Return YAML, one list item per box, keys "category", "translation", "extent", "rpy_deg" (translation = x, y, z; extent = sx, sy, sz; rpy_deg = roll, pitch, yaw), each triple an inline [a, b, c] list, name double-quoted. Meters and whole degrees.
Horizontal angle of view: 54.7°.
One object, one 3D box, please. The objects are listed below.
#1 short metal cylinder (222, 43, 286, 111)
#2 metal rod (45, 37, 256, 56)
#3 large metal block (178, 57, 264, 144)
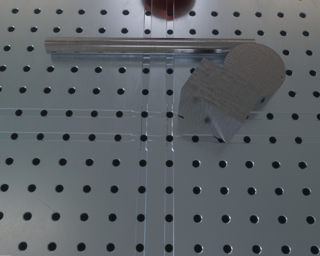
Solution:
- category: "short metal cylinder"
  translation: [0.123, -0.069, 0.425]
  extent: [0.081, 0.050, 0.080]
  rpy_deg: [0, 70, 0]
- category: "metal rod"
  translation: [-0.014, -0.120, 0.455]
  extent: [0.302, 0.025, 0.025]
  rpy_deg: [0, 70, 0]
- category: "large metal block"
  translation: [0.072, -0.031, 0.395]
  extent: [0.080, 0.080, 0.050]
  rpy_deg: [32, 73, 11]
